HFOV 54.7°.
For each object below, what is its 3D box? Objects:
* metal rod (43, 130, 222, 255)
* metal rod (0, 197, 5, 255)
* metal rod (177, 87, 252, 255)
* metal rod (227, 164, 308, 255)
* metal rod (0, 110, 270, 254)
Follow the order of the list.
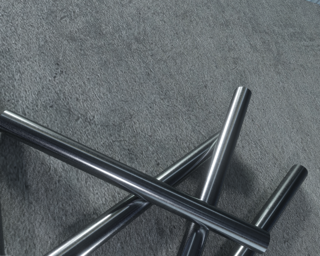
[{"bbox_3d":[0.003,0.066,0.364,0.302,0.025,0.025,-30,79,-38],"label":"metal rod"},{"bbox_3d":[-0.160,0.060,0.281,0.025,0.025,0.299,-4,64,-30],"label":"metal rod"},{"bbox_3d":[0.066,0.064,0.376,0.025,0.025,0.300,31,59,-9],"label":"metal rod"},{"bbox_3d":[0.118,0.134,0.385,0.302,0.025,0.025,-35,81,-38],"label":"metal rod"},{"bbox_3d":[-0.026,0.057,0.325,0.301,0.025,0.025,25,52,-1],"label":"metal rod"}]
